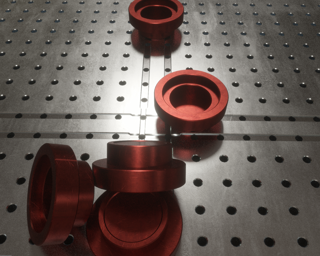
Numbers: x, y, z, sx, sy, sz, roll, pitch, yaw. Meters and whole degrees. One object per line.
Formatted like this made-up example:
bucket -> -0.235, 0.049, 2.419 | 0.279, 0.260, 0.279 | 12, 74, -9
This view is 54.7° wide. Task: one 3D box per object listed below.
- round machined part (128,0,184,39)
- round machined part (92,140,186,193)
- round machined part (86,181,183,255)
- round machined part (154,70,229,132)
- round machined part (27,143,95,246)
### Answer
round machined part -> -0.007, -0.198, 0.563 | 0.099, 0.042, 0.098 | 0, 50, 0
round machined part -> -0.022, 0.036, 0.329 | 0.099, 0.098, 0.042 | 1, 92, 0
round machined part -> -0.026, 0.096, 0.316 | 0.099, 0.042, 0.098 | 0, 50, 0
round machined part -> 0.041, -0.033, 0.425 | 0.099, 0.042, 0.098 | 0, 50, 0
round machined part -> -0.100, 0.066, 0.314 | 0.042, 0.097, 0.098 | 9, 42, -35
